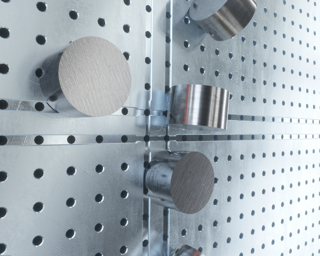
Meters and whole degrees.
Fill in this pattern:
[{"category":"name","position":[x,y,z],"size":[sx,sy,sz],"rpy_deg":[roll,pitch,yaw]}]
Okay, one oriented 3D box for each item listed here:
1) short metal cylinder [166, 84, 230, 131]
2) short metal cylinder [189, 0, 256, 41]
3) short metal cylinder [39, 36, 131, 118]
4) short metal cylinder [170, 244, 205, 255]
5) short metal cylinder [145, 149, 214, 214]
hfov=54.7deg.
[{"category":"short metal cylinder","position":[0.051,-0.025,0.415],"size":[0.081,0.080,0.050],"rpy_deg":[10,84,-40]},{"category":"short metal cylinder","position":[0.090,-0.174,0.448],"size":[0.050,0.080,0.080],"rpy_deg":[31,71,-36]},{"category":"short metal cylinder","position":[-0.078,-0.051,0.327],"size":[0.081,0.050,0.079],"rpy_deg":[0,90,-40]},{"category":"short metal cylinder","position":[0.040,0.201,0.407],"size":[0.050,0.080,0.080],"rpy_deg":[-43,116,-32]},{"category":"short metal cylinder","position":[0.027,0.070,0.415],"size":[0.081,0.050,0.079],"rpy_deg":[0,90,-40]}]
